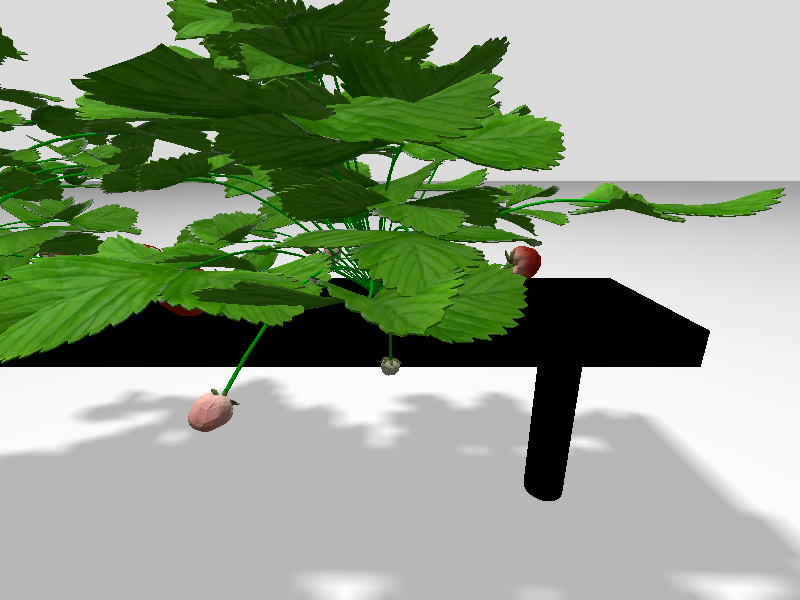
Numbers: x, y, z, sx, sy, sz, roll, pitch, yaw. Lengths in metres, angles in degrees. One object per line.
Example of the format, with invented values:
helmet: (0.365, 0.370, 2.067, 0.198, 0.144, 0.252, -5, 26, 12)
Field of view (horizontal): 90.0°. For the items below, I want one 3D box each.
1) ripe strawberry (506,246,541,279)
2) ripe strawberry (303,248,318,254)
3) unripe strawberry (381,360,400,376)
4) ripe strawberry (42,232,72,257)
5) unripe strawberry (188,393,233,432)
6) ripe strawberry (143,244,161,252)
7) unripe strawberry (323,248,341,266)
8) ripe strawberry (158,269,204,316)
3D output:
ripe strawberry: (0.129, -0.038, 0.414, 0.036, 0.037, 0.033, -6, 19, -19)
ripe strawberry: (-0.126, -0.078, 0.553, 0.027, 0.028, 0.029, -10, 20, -27)
unripe strawberry: (-0.005, 0.038, 0.225, 0.011, 0.010, 0.010, -2, 18, -5)
ripe strawberry: (-0.419, -0.069, 0.499, 0.045, 0.047, 0.049, 6, 19, 18)
unripe strawberry: (-0.085, 0.051, 0.179, 0.019, 0.017, 0.017, 6, 32, 17)
ripe strawberry: (-0.258, -0.038, 0.410, 0.039, 0.040, 0.035, -4, 19, -13)
unripe strawberry: (-0.083, -0.054, 0.483, 0.022, 0.025, 0.024, -9, 20, -25)
ripe strawberry: (-0.170, -0.006, 0.317, 0.042, 0.036, 0.042, -6, 19, -16)
